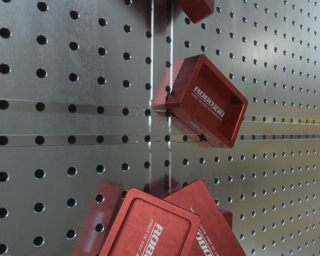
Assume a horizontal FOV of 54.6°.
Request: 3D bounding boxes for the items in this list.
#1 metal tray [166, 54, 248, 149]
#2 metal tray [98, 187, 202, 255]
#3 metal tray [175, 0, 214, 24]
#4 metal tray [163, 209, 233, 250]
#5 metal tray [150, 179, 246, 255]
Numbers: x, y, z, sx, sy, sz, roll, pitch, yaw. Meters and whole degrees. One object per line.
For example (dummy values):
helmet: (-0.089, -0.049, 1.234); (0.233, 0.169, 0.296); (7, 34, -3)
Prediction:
metal tray: (0.076, -0.036, 0.467); (0.130, 0.030, 0.090); (36, 68, -34)
metal tray: (-0.019, 0.144, 0.349); (0.090, 0.030, 0.130); (23, 76, 6)
metal tray: (0.023, -0.212, 0.401); (0.130, 0.030, 0.090); (40, 43, -33)
metal tray: (0.051, 0.169, 0.448); (0.131, 0.030, 0.090); (5, 87, -40)
metal tray: (0.047, 0.143, 0.400); (0.091, 0.030, 0.130); (-21, 74, -33)
